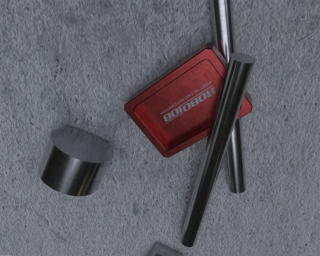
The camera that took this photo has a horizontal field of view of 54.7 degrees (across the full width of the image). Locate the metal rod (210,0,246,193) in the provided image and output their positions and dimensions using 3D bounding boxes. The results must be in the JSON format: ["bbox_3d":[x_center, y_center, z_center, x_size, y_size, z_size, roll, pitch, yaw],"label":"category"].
[{"bbox_3d":[0.087,-0.052,0.391,0.025,0.025,0.298,-9,110,3],"label":"metal rod"}]

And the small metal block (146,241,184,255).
[{"bbox_3d":[0.004,0.215,0.489,0.050,0.025,0.050,29,107,-11],"label":"small metal block"}]

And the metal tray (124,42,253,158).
[{"bbox_3d":[0.033,-0.030,0.379,0.130,0.030,0.090,-32,106,25],"label":"metal tray"}]

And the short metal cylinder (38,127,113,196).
[{"bbox_3d":[-0.107,0.041,0.395,0.080,0.080,0.050,24,108,-9],"label":"short metal cylinder"}]

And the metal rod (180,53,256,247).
[{"bbox_3d":[0.062,0.052,0.388,0.025,0.025,0.298,7,125,-3],"label":"metal rod"}]
